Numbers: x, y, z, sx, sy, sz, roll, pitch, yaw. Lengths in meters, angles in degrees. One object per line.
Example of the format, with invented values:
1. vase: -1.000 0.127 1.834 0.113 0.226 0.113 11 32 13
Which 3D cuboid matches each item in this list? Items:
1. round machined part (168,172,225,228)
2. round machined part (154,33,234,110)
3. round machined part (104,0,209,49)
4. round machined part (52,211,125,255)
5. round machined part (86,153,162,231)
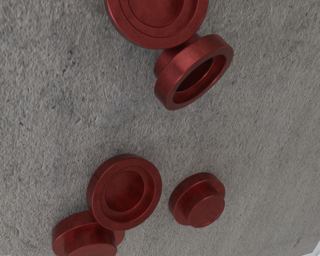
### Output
1. round machined part: 0.067 0.125 0.509 0.099 0.042 0.097 -14 124 -21
2. round machined part: 0.032 -0.068 0.352 0.098 0.042 0.098 -35 162 -13
3. round machined part: -0.006 -0.127 0.302 0.099 0.042 0.097 -4 105 -16
4. round machined part: -0.096 0.158 0.426 0.099 0.042 0.097 -12 136 -12
5. round machined part: -0.050 0.080 0.406 0.099 0.042 0.097 -9 106 -32
